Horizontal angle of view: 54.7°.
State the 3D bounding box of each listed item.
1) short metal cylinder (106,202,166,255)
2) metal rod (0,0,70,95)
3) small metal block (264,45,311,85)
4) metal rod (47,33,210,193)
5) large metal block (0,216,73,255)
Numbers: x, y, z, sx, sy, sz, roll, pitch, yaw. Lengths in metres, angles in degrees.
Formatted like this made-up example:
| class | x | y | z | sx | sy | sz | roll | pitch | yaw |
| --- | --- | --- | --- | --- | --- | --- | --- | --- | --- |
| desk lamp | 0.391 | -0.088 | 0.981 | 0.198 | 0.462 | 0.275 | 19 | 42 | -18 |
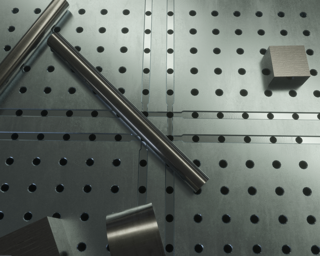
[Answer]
| class | x | y | z | sx | sy | sz | roll | pitch | yaw |
| --- | --- | --- | --- | --- | --- | --- | --- | --- | --- |
| short metal cylinder | -0.023 | 0.127 | 0.336 | 0.050 | 0.080 | 0.080 | -15 | 71 | -5 |
| metal rod | -0.222 | -0.072 | 0.436 | 0.025 | 0.025 | 0.300 | 27 | 72 | 9 |
| small metal block | 0.182 | -0.090 | 0.446 | 0.050 | 0.025 | 0.050 | -1 | 70 | -1 |
| metal rod | -0.052 | -0.029 | 0.421 | 0.025 | 0.025 | 0.300 | -42 | 76 | -14 |
| large metal block | -0.142 | 0.154 | 0.341 | 0.080 | 0.050 | 0.080 | -24 | 72 | -9 |
